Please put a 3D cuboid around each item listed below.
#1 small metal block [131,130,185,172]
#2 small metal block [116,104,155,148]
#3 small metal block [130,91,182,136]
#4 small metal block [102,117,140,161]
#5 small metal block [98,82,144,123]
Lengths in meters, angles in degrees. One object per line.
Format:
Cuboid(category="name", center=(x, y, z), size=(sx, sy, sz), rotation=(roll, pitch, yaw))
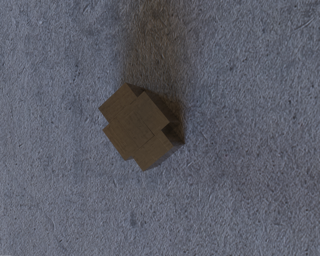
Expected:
Cuboid(category="small metal block", center=(-0.001, 0.028, 0.396), size=(0.050, 0.050, 0.025), rotation=(-41, 78, 15))
Cuboid(category="small metal block", center=(-0.023, -0.002, 0.403), size=(0.025, 0.050, 0.050), rotation=(-42, 77, 15))
Cuboid(category="small metal block", center=(-0.004, -0.018, 0.397), size=(0.025, 0.050, 0.050), rotation=(-42, 77, 15))
Cuboid(category="small metal block", center=(-0.041, 0.014, 0.410), size=(0.025, 0.050, 0.050), rotation=(-42, 77, 15))
Cuboid(category="small metal block", center=(-0.045, -0.031, 0.411), size=(0.050, 0.050, 0.025), rotation=(-41, 78, 15))
